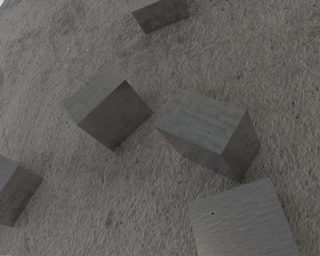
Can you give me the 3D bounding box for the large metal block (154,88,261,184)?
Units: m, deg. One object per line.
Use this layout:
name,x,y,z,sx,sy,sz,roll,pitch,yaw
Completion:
large metal block,0.054,0.009,0.335,0.080,0.080,0.050,23,74,36

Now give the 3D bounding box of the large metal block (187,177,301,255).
large metal block,0.079,0.102,0.284,0.080,0.050,0.080,-21,54,15

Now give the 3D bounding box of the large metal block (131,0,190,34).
large metal block,0.000,-0.216,0.521,0.080,0.050,0.080,-15,55,19

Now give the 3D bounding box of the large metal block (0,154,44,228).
large metal block,-0.235,0.088,0.458,0.080,0.050,0.080,18,71,35

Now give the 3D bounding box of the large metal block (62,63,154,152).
large metal block,-0.068,-0.026,0.420,0.080,0.080,0.050,-44,51,-2
